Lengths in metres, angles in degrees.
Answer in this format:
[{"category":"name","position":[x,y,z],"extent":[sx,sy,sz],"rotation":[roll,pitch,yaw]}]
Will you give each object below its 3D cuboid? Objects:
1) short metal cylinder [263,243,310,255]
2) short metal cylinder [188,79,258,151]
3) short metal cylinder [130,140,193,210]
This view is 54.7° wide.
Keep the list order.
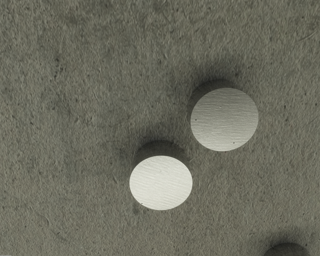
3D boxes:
[{"category":"short metal cylinder","position":[0.205,0.228,0.482],"extent":[0.081,0.050,0.079],"rotation":[0,110,0]},{"category":"short metal cylinder","position":[0.076,-0.017,0.391],"extent":[0.081,0.050,0.079],"rotation":[0,110,0]},{"category":"short metal cylinder","position":[0.001,0.063,0.419],"extent":[0.081,0.050,0.079],"rotation":[0,110,0]}]
